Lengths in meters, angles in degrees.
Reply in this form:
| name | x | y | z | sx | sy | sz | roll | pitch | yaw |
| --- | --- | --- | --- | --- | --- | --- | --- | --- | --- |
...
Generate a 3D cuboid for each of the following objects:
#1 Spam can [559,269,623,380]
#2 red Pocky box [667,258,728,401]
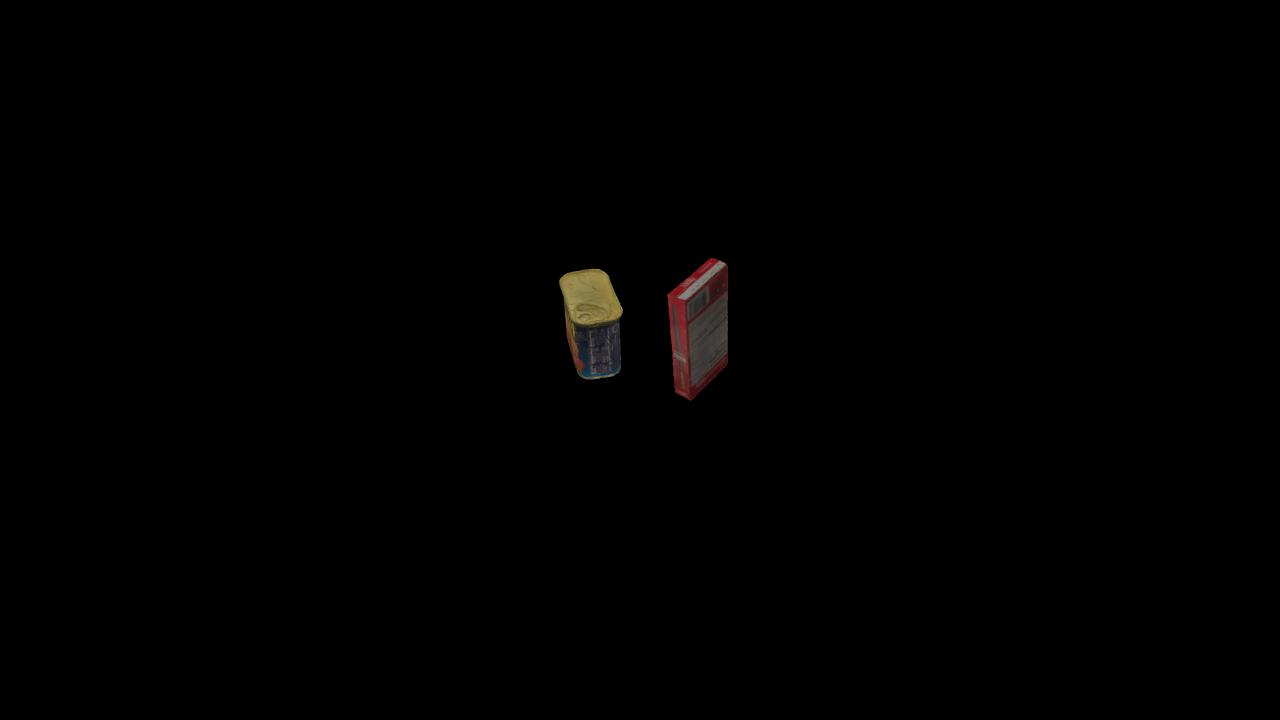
| name | x | y | z | sx | sy | sz | roll | pitch | yaw |
| --- | --- | --- | --- | --- | --- | --- | --- | --- | --- |
| Spam can | -0.055 | -0.041 | 0.706 | 0.058 | 0.085 | 0.101 | -10 | 43 | -11 |
| red Pocky box | 0.069 | -0.032 | 0.714 | 0.028 | 0.155 | 0.083 | 26 | 52 | 31 |
